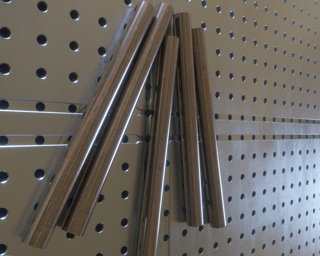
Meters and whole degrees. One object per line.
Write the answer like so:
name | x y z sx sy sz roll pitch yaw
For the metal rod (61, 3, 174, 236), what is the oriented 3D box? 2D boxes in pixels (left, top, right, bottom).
metal rod | -0.043 -0.024 0.372 0.025 0.025 0.300 32 70 -35

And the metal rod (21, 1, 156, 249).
metal rod | -0.071 -0.019 0.348 0.025 0.025 0.300 34 69 -35

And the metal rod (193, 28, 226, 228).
metal rod | 0.071 0.004 0.467 0.025 0.025 0.298 -13 98 -39

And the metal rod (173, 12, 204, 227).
metal rod | 0.041 -0.009 0.442 0.025 0.025 0.298 -7 94 -40

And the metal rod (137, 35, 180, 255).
metal rod | -0.002 0.027 0.406 0.025 0.025 0.299 11 83 -40
